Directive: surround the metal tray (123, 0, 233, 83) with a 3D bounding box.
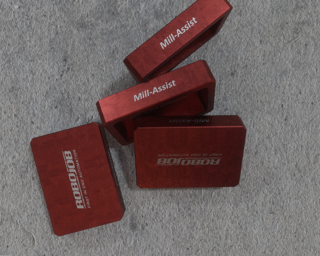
[{"bbox_3d":[0.020,-0.102,0.377,0.130,0.090,0.030,-39,89,0],"label":"metal tray"}]

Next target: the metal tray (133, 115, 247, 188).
[{"bbox_3d":[0.035,0.031,0.388,0.131,0.030,0.089,-1,119,0],"label":"metal tray"}]

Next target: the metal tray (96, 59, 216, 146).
[{"bbox_3d":[0.000,-0.026,0.374,0.131,0.090,0.030,-22,70,0],"label":"metal tray"}]

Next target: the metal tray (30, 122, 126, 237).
[{"bbox_3d":[-0.106,0.065,0.407,0.090,0.030,0.129,-15,90,0],"label":"metal tray"}]
